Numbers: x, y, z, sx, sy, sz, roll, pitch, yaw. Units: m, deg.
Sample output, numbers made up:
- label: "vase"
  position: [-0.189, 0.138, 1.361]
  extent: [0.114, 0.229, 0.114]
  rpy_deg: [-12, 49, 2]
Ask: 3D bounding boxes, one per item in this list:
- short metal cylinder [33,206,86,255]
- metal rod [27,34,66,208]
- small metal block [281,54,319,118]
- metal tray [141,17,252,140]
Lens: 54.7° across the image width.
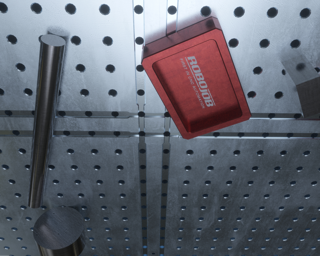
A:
- label: "short metal cylinder"
  position: [-0.169, 0.182, 0.528]
  extent: [0.081, 0.080, 0.050]
  rpy_deg: [3, 130, -4]
- label: "metal rod"
  position: [-0.160, 0.014, 0.421]
  extent: [0.025, 0.025, 0.298]
  rpy_deg: [14, 129, -12]
- label: "small metal block"
  position: [0.166, -0.048, 0.357]
  extent: [0.025, 0.050, 0.050]
  rpy_deg: [-21, 127, 16]
- label: "metal tray"
  position: [0.046, -0.051, 0.365]
  extent: [0.090, 0.030, 0.130]
  rpy_deg: [-20, 128, 15]
